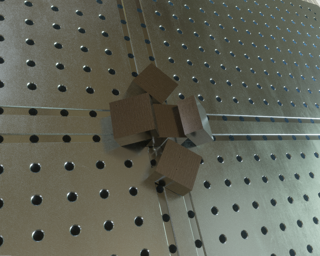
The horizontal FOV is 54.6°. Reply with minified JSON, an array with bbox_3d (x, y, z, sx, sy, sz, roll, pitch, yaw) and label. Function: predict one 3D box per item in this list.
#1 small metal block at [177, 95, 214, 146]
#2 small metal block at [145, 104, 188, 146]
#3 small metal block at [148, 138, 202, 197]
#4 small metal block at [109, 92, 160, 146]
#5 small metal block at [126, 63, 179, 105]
[{"bbox_3d":[0.048,-0.009,0.422,0.050,0.025,0.050,39,34,-58],"label":"small metal block"},{"bbox_3d":[0.004,-0.004,0.412,0.050,0.025,0.050,1,60,-28],"label":"small metal block"},{"bbox_3d":[0.019,0.049,0.387,0.050,0.025,0.050,29,53,-8],"label":"small metal block"},{"bbox_3d":[-0.032,-0.010,0.381,0.050,0.025,0.050,-14,65,5],"label":"small metal block"},{"bbox_3d":[-0.010,-0.056,0.437,0.050,0.025,0.050,39,50,-1],"label":"small metal block"}]
